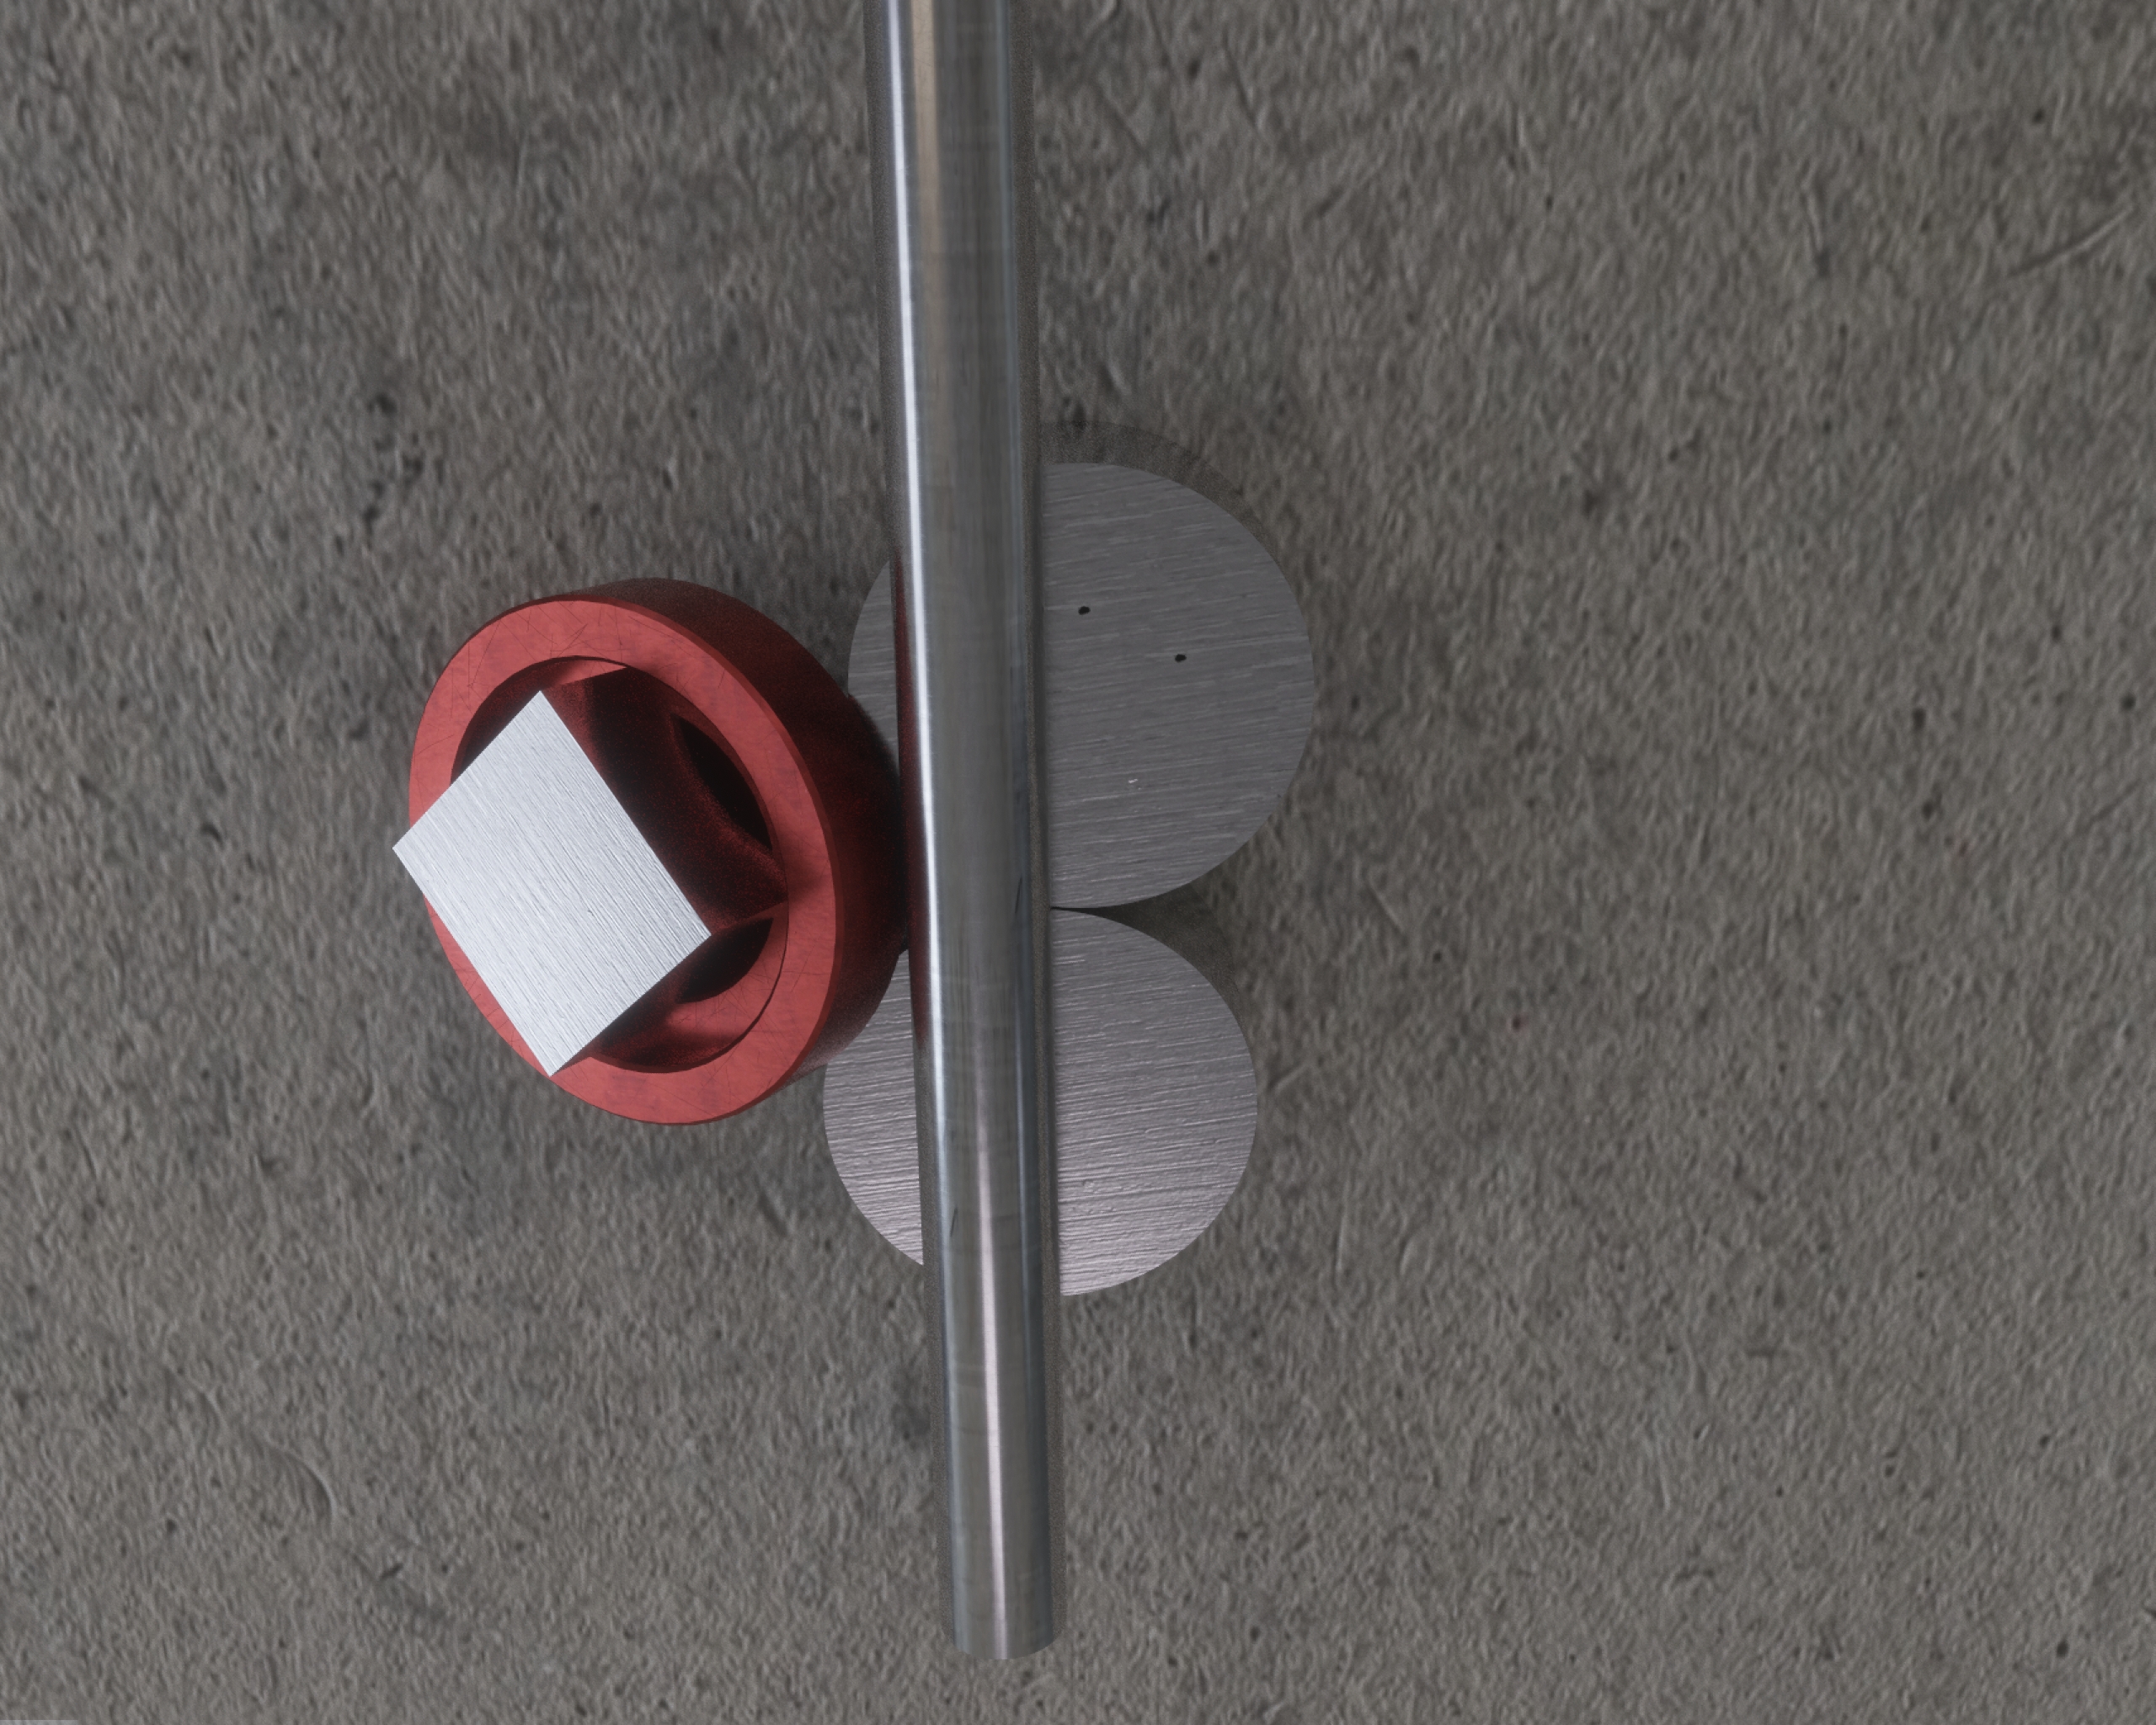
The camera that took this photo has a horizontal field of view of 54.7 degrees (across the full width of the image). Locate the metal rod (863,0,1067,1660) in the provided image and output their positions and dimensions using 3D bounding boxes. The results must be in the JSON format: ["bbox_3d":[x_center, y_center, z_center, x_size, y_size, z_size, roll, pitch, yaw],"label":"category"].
[{"bbox_3d":[-0.017,0.009,0.361,0.025,0.025,0.298,-1,110,0],"label":"metal rod"}]

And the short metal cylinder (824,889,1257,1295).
[{"bbox_3d":[-0.007,0.038,0.411,0.081,0.050,0.079,0,109,0],"label":"short metal cylinder"}]

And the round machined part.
[{"bbox_3d":[-0.072,-0.004,0.386,0.098,0.042,0.097,9,110,27],"label":"round machined part"}]

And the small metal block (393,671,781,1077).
[{"bbox_3d":[-0.085,0.001,0.367,0.050,0.025,0.050,-38,85,32],"label":"small metal block"}]

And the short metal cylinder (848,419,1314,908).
[{"bbox_3d":[0.001,-0.038,0.384,0.081,0.050,0.079,0,110,0],"label":"short metal cylinder"}]
